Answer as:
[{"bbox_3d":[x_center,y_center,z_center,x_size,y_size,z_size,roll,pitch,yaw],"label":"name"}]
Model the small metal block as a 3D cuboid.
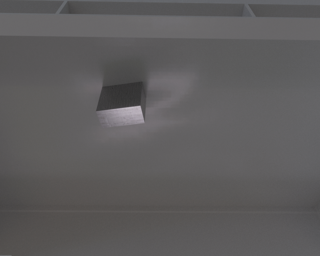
[{"bbox_3d":[-0.044,-0.028,0.368,0.050,0.050,0.025,-7,130,5],"label":"small metal block"}]
